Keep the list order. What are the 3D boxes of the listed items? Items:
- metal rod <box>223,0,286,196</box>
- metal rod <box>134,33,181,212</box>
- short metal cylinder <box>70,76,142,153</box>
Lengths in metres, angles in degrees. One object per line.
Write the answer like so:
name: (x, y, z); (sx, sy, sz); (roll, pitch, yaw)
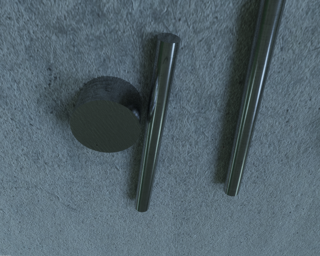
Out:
metal rod: (0.111, -0.015, 0.395); (0.025, 0.025, 0.298); (-1, 130, 0)
metal rod: (-0.010, 0.018, 0.421); (0.025, 0.025, 0.298); (6, 130, -5)
short metal cylinder: (-0.063, -0.016, 0.377); (0.081, 0.050, 0.079); (0, 130, 0)
